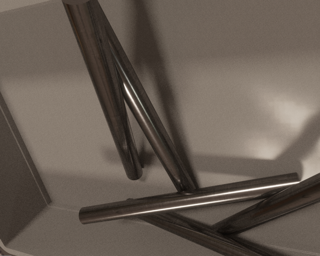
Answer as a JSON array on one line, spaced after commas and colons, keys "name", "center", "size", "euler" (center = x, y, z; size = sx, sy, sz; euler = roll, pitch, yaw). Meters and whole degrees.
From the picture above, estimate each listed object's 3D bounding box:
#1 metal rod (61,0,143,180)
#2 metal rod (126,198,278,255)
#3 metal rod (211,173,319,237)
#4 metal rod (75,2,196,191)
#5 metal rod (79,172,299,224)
[{"name": "metal rod", "center": [-0.049, -0.014, 0.348], "size": [0.025, 0.025, 0.299], "euler": [19, 150, 17]}, {"name": "metal rod", "center": [0.068, 0.155, 0.432], "size": [0.300, 0.025, 0.025], "euler": [12, 124, 34]}, {"name": "metal rod", "center": [0.139, 0.082, 0.341], "size": [0.025, 0.025, 0.298], "euler": [38, 143, 2]}, {"name": "metal rod", "center": [-0.011, -0.005, 0.366], "size": [0.025, 0.025, 0.299], "euler": [-5, 130, 30]}, {"name": "metal rod", "center": [0.025, 0.097, 0.412], "size": [0.301, 0.025, 0.025], "euler": [-14, 112, 19]}]
